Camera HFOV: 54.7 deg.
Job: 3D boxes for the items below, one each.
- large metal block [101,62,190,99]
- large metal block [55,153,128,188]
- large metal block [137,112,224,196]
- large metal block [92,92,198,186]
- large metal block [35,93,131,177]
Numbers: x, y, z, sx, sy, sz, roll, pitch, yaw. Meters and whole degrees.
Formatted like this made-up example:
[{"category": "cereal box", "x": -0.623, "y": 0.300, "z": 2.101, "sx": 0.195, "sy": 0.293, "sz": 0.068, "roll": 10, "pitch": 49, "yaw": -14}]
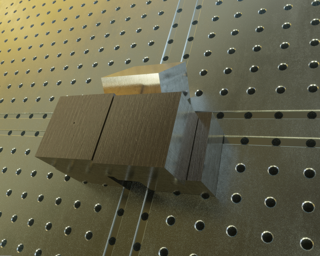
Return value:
[{"category": "large metal block", "x": -0.016, "y": -0.052, "z": 0.404, "sx": 0.080, "sy": 0.050, "sz": 0.080, "roll": 1, "pitch": 20, "yaw": 28}, {"category": "large metal block", "x": -0.080, "y": 0.030, "z": 0.415, "sx": 0.080, "sy": 0.050, "sz": 0.080, "roll": 2, "pitch": 62, "yaw": 28}, {"category": "large metal block", "x": 0.024, "y": 0.030, "z": 0.360, "sx": 0.080, "sy": 0.050, "sz": 0.080, "roll": -1, "pitch": 61, "yaw": 27}, {"category": "large metal block", "x": -0.013, "y": 0.011, "z": 0.324, "sx": 0.080, "sy": 0.050, "sz": 0.080, "roll": 0, "pitch": 62, "yaw": 28}, {"category": "large metal block", "x": -0.085, "y": 0.008, "z": 0.362, "sx": 0.080, "sy": 0.050, "sz": 0.080, "roll": 0, "pitch": 62, "yaw": 28}]
